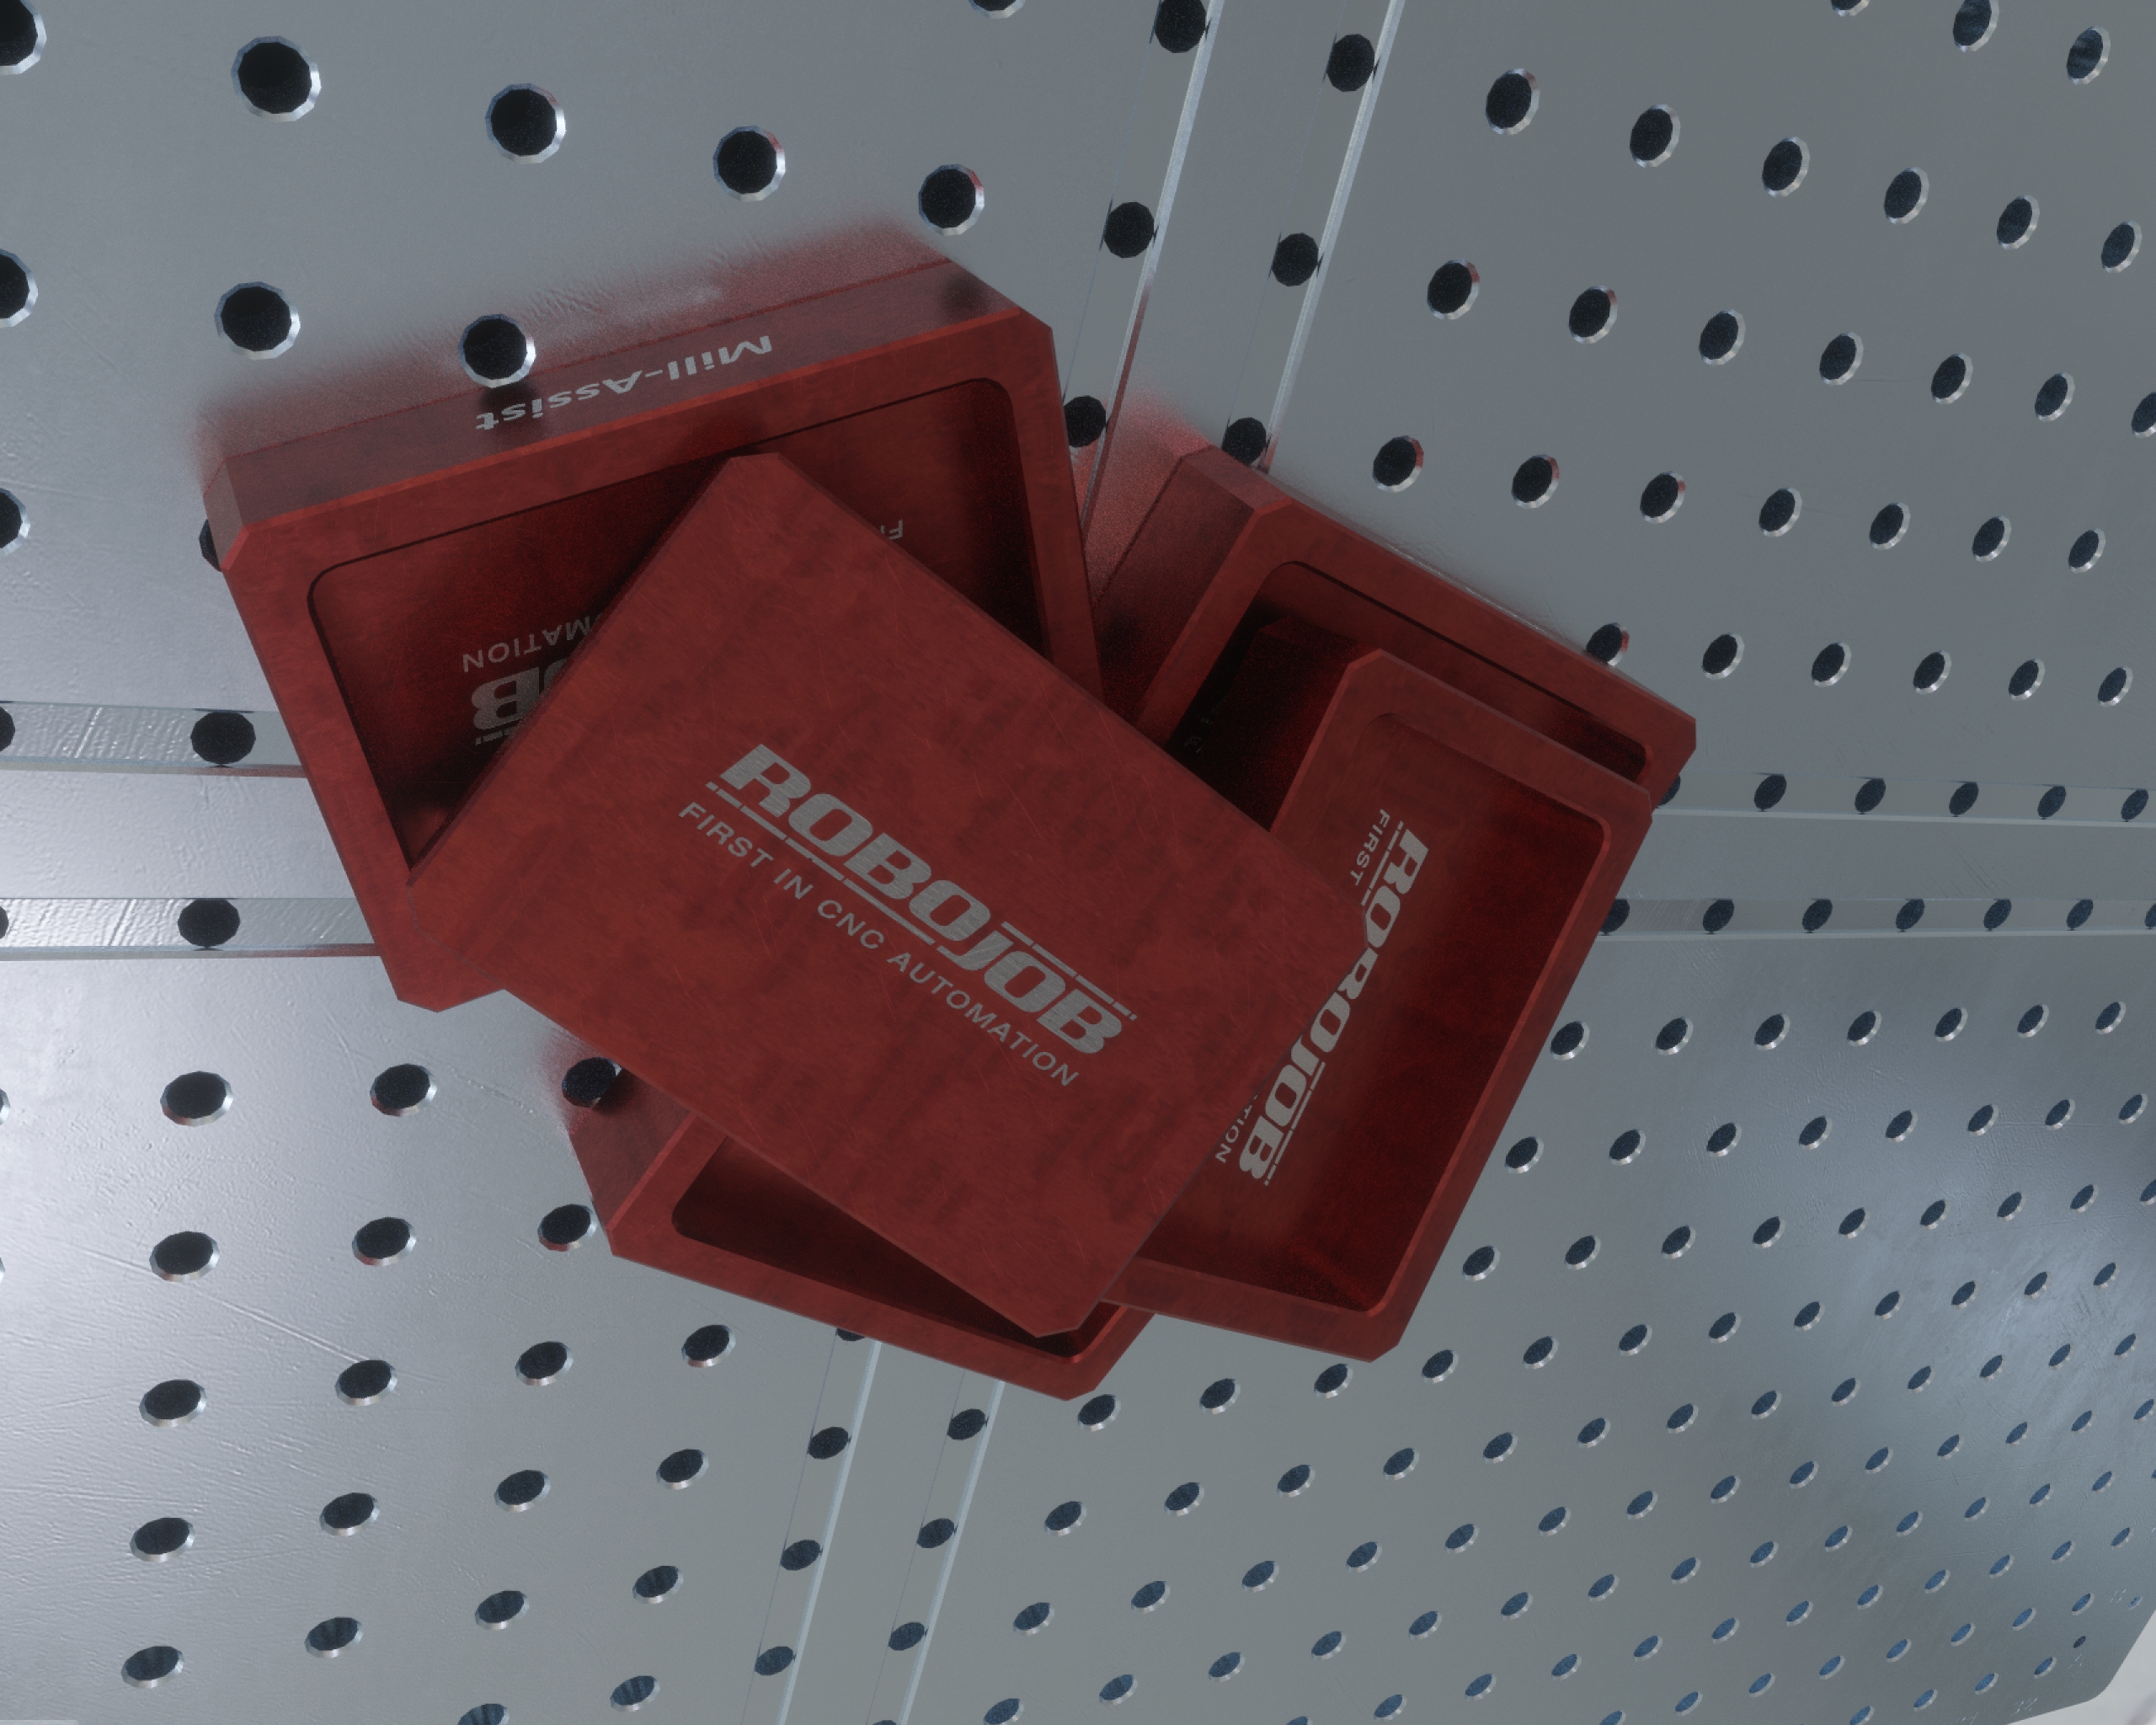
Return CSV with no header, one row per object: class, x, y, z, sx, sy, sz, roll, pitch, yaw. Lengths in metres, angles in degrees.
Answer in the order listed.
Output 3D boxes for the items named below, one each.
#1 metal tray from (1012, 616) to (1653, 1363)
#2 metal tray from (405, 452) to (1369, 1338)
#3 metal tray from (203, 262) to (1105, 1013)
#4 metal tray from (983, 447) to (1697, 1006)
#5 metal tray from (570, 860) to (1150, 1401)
metal tray,0.050,0.028,0.411,0.090,0.030,0.129,22,95,-36
metal tray,-0.029,0.006,0.343,0.130,0.030,0.090,37,90,-17
metal tray,-0.064,-0.038,0.349,0.131,0.030,0.090,-20,126,-16
metal tray,0.056,-0.017,0.426,0.131,0.030,0.090,21,107,-35
metal tray,-0.024,0.054,0.428,0.131,0.030,0.090,29,102,-38
